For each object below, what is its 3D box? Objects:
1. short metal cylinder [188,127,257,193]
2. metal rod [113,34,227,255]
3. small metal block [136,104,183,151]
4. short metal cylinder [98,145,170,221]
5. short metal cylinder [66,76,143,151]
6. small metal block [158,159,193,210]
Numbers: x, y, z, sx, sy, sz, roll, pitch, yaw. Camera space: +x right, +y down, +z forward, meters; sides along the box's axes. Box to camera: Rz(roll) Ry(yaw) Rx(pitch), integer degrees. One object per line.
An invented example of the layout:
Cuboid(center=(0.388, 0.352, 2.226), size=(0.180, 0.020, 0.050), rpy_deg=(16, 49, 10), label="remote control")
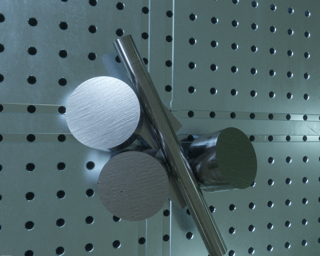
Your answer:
Cuboid(center=(0.084, 0.044, 0.413), size=(0.081, 0.050, 0.080), rpy_deg=(13, 67, -35), label="short metal cylinder")
Cuboid(center=(0.016, 0.029, 0.388), size=(0.025, 0.025, 0.299), rpy_deg=(-27, 99, -18), label="metal rod")
Cuboid(center=(-0.008, -0.004, 0.406), size=(0.050, 0.025, 0.050), rpy_deg=(-45, 104, -14), label="small metal block")
Cuboid(center=(-0.029, 0.063, 0.371), size=(0.080, 0.050, 0.079), rpy_deg=(0, 94, 2), label="short metal cylinder")
Cuboid(center=(-0.061, -0.014, 0.358), size=(0.081, 0.050, 0.080), rpy_deg=(0, 82, 1), label="short metal cylinder")
Cuboid(center=(0.028, 0.073, 0.419), size=(0.050, 0.025, 0.050), rpy_deg=(-42, 104, -15), label="small metal block")
